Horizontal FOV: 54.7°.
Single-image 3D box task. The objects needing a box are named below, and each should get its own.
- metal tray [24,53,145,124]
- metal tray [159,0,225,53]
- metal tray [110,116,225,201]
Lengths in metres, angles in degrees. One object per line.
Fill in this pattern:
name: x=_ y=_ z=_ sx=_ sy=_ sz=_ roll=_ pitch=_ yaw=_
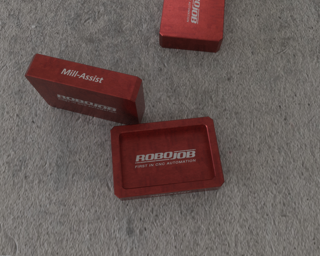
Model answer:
metal tray: x=-0.087 y=-0.044 z=0.388 sx=0.131 sy=0.090 sz=0.030 roll=14 pitch=71 yaw=5
metal tray: x=0.051 y=-0.182 z=0.472 sx=0.091 sy=0.030 sz=0.130 roll=6 pitch=70 yaw=2
metal tray: x=0.007 y=0.038 z=0.391 sx=0.131 sy=0.030 sz=0.090 roll=-6 pitch=70 yaw=-3
